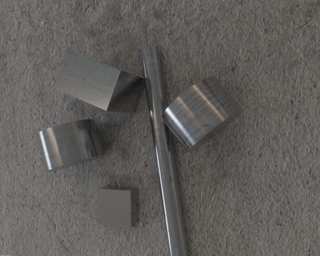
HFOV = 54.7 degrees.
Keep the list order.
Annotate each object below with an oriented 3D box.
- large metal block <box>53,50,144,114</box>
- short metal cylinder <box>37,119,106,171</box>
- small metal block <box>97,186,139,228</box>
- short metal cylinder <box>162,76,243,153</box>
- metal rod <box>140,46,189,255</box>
[{"bbox_3d":[-0.075,-0.058,0.406,0.080,0.080,0.050,23,98,18],"label":"large metal block"},{"bbox_3d":[-0.120,0.024,0.422,0.080,0.080,0.050,-19,84,19],"label":"short metal cylinder"},{"bbox_3d":[-0.058,0.108,0.429,0.050,0.025,0.050,-1,90,20],"label":"small metal block"},{"bbox_3d":[0.049,-0.015,0.362,0.080,0.080,0.050,-40,77,15],"label":"short metal cylinder"},{"bbox_3d":[0.007,0.042,0.406,0.025,0.025,0.298,-9,87,20],"label":"metal rod"}]
